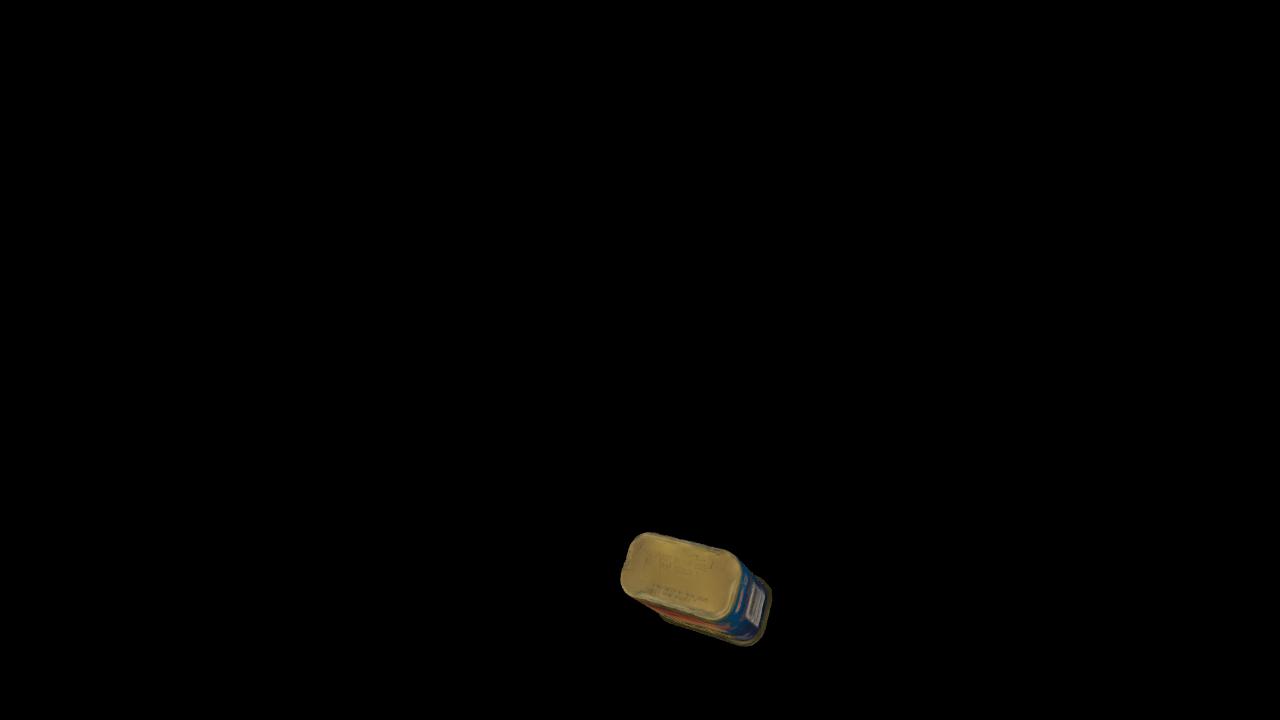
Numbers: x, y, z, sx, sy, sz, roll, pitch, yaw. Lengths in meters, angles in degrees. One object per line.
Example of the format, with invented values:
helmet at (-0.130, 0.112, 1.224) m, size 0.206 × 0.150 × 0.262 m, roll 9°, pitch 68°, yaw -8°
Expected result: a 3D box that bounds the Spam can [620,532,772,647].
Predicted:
Spam can at (0.046, 0.184, 0.498) m, size 0.101 × 0.058 × 0.085 m, roll 4°, pitch -31°, yaw 30°
